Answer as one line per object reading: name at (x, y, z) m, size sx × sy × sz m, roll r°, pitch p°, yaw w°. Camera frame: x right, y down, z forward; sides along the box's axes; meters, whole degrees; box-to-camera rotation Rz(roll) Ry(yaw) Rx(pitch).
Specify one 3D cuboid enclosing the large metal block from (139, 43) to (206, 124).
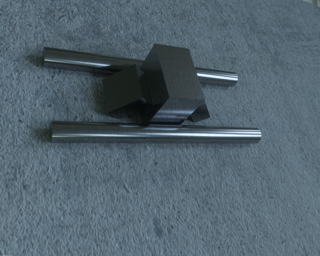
large metal block at (0.007, -0.051, 0.409) m, size 0.050 × 0.080 × 0.080 m, roll 1°, pitch 62°, yaw -28°

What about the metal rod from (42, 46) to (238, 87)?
metal rod at (-0.010, -0.085, 0.453) m, size 0.303 × 0.025 × 0.025 m, roll 1°, pitch 61°, yaw -28°

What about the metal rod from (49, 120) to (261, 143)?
metal rod at (0.014, 0.008, 0.409) m, size 0.303 × 0.025 × 0.025 m, roll 2°, pitch 61°, yaw -28°

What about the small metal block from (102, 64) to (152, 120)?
small metal block at (-0.043, -0.045, 0.394) m, size 0.025 × 0.050 × 0.050 m, roll 37°, pitch 36°, yaw -59°

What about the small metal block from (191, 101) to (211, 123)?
small metal block at (0.050, -0.042, 0.442) m, size 0.025 × 0.050 × 0.050 m, roll -18°, pitch 64°, yaw 9°
